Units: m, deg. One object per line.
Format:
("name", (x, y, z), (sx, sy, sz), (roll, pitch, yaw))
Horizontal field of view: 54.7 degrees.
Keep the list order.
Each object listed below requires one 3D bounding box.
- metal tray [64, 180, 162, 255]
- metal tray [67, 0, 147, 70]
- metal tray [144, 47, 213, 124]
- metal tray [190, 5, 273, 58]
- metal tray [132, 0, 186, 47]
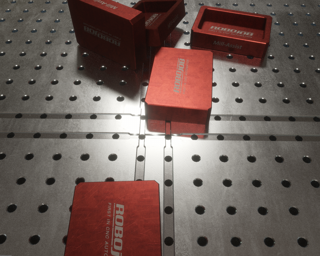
("metal tray", (-0.044, 0.116, 0.306), (0.091, 0.030, 0.130), (-1, 50, -2))
("metal tray", (-0.084, -0.157, 0.496), (0.130, 0.089, 0.030), (28, 56, 21))
("metal tray", (0.031, -0.068, 0.462), (0.091, 0.030, 0.130), (6, 50, 4))
("metal tray", (0.127, -0.174, 0.551), (0.131, 0.030, 0.090), (13, 51, 10))
("metal tray", (-0.019, -0.186, 0.539), (0.090, 0.030, 0.130), (8, 44, 23))
